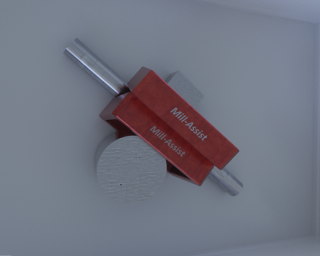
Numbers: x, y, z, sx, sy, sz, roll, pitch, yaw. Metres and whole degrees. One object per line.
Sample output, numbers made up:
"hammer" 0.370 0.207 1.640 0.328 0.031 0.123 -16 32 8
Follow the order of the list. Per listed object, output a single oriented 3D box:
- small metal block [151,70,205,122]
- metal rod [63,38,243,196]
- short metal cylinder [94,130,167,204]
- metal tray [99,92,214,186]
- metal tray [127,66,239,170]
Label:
"small metal block" 0.023 -0.041 0.418 0.050 0.025 0.050 42 76 -16
"metal rod" 0.002 -0.005 0.412 0.300 0.025 0.025 41 77 -16
"short metal cylinder" -0.037 0.045 0.377 0.081 0.050 0.079 -2 98 -15
"metal tray" -0.007 0.014 0.373 0.130 0.090 0.030 41 77 -16
"metal tray" 0.023 -0.014 0.357 0.130 0.090 0.030 41 94 -16
